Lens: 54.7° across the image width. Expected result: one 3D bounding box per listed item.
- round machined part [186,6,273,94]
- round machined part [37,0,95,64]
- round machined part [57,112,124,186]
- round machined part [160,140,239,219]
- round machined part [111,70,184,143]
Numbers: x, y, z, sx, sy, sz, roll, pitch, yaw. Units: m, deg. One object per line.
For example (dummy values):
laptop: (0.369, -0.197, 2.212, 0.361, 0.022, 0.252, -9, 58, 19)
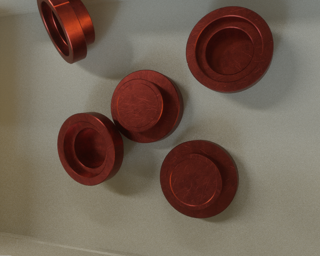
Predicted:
round machined part: (0.084, -0.090, 0.372, 0.098, 0.042, 0.097, 0, 90, 19)
round machined part: (-0.125, -0.142, 0.425, 0.042, 0.098, 0.098, -30, 78, -23)
round machined part: (-0.090, 0.026, 0.425, 0.098, 0.042, 0.097, 4, 99, 28)
round machined part: (0.046, 0.064, 0.385, 0.098, 0.042, 0.097, 0, 90, 19)
round machined part: (-0.022, -0.029, 0.408, 0.098, 0.042, 0.097, 0, 90, 19)
